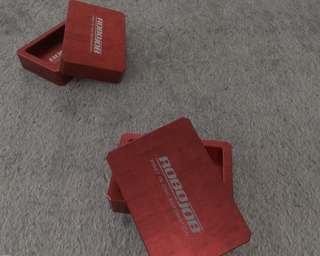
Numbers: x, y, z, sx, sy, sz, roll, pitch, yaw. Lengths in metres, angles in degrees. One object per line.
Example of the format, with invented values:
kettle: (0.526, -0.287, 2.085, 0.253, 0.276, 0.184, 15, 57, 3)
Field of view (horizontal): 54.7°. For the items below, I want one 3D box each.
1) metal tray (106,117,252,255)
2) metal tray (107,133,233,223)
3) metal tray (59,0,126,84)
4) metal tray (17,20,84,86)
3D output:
metal tray: (0.015, 0.065, 0.301, 0.090, 0.030, 0.130, -26, 75, -5)
metal tray: (0.014, 0.054, 0.353, 0.131, 0.030, 0.090, 5, 50, 4)
metal tray: (-0.101, -0.135, 0.480, 0.091, 0.030, 0.130, 8, 58, -20)
metal tray: (-0.151, -0.131, 0.508, 0.090, 0.030, 0.131, 27, 55, 20)
